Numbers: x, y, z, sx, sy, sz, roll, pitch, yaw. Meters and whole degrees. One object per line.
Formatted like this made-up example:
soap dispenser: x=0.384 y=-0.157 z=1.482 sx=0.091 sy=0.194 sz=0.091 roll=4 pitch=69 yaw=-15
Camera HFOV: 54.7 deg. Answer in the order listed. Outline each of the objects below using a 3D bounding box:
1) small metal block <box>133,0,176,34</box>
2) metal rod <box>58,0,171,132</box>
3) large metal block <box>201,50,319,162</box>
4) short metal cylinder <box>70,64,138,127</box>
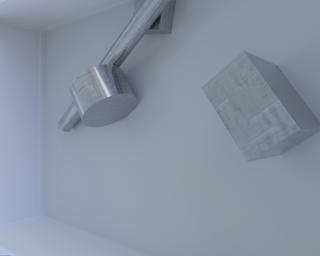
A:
small metal block: x=-0.009 y=-0.153 z=0.412 sx=0.050 sy=0.025 sz=0.050 roll=14 pitch=99 yaw=38
metal rod: x=-0.079 y=-0.083 z=0.448 sx=0.299 sy=0.025 sz=0.025 roll=-42 pitch=65 yaw=38
large metal block: x=0.097 y=-0.019 z=0.290 sx=0.050 sy=0.081 sz=0.080 roll=-41 pitch=65 yaw=32
short metal cylinder: x=-0.079 y=-0.044 z=0.434 sx=0.080 sy=0.081 sz=0.050 roll=-40 pitch=66 yaw=32
